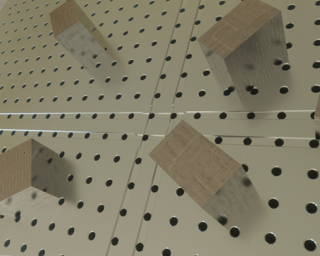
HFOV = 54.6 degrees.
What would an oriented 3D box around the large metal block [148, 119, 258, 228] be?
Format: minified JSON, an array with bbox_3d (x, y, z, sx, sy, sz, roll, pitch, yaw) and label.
[{"bbox_3d":[0.046,0.048,0.320,0.050,0.080,0.080,-46,51,-4],"label":"large metal block"}]

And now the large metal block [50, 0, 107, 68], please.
[{"bbox_3d":[-0.146,-0.169,0.555,0.050,0.080,0.080,-31,52,9],"label":"large metal block"}]

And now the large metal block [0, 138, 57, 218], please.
[{"bbox_3d":[-0.202,0.074,0.454,0.080,0.050,0.080,-26,52,12],"label":"large metal block"}]

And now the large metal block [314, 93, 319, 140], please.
[{"bbox_3d":[0.204,-0.028,0.302,0.080,0.050,0.080,11,67,33],"label":"large metal block"}]

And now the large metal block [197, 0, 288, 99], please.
[{"bbox_3d":[0.103,-0.096,0.378,0.080,0.080,0.050,-40,51,1],"label":"large metal block"}]
